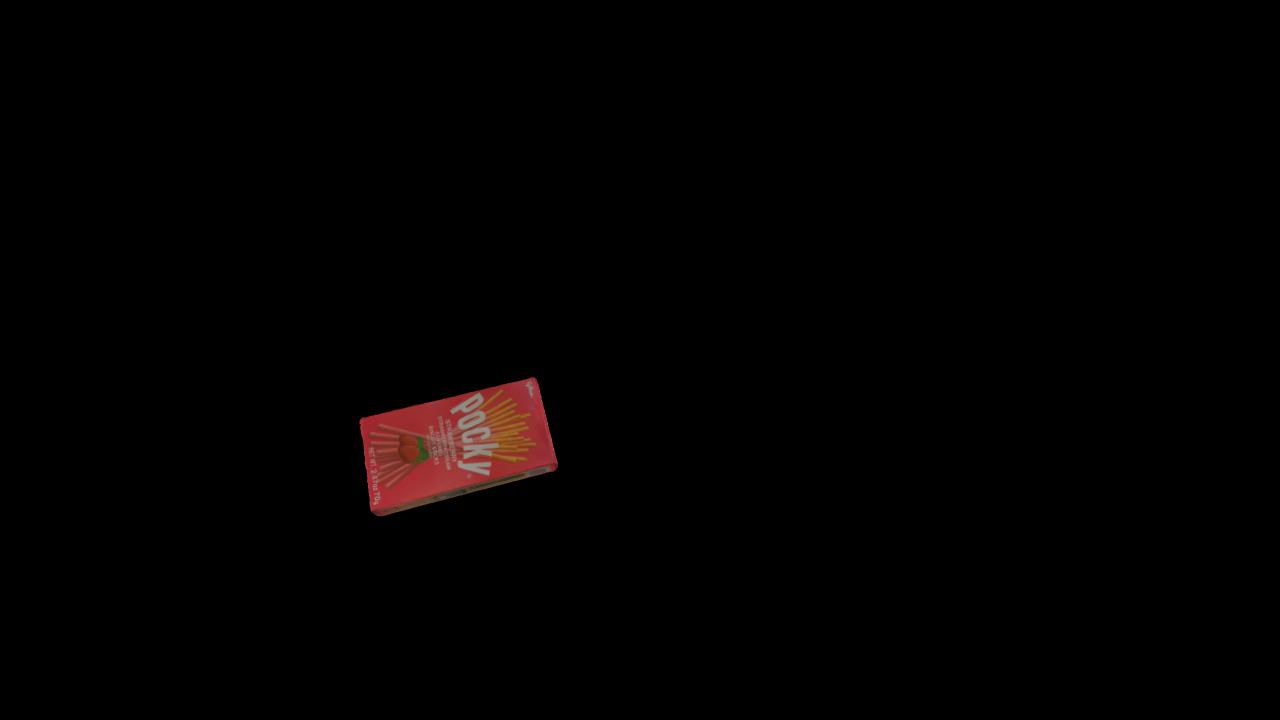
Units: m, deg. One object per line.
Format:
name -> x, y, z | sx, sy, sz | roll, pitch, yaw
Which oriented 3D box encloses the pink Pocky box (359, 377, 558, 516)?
pink Pocky box -> -0.155, 0.073, 0.532 | 0.155, 0.084, 0.029 | -13, -23, -10
